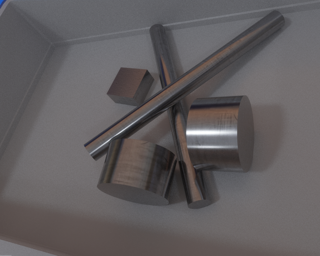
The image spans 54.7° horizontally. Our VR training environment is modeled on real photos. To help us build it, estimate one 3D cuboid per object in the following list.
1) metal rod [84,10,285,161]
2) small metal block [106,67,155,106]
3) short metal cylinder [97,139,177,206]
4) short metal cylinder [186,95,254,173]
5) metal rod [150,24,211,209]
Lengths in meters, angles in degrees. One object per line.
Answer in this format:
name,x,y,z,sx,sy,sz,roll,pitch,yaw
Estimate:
metal rod,0.036,-0.058,0.393,0.301,0.025,0.025,-36,51,-8
small metal block,-0.044,-0.062,0.465,0.050,0.025,0.050,12,67,32
short metal cylinder,-0.025,0.052,0.350,0.080,0.080,0.050,-1,62,27
short metal cylinder,0.067,0.006,0.331,0.050,0.080,0.080,-1,61,27
metal rod,0.019,-0.038,0.418,0.025,0.025,0.299,-22,54,15
